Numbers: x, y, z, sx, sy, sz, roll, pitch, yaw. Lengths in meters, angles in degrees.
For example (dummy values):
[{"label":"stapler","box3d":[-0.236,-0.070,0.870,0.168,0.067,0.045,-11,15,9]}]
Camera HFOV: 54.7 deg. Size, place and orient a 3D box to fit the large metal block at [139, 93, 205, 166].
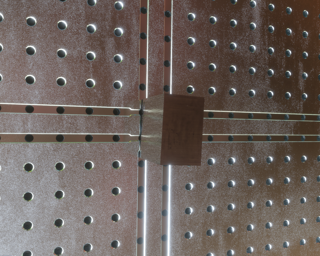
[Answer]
[{"label":"large metal block","box3d":[0.012,0.002,0.388,0.050,0.080,0.079,4,89,-20]}]
